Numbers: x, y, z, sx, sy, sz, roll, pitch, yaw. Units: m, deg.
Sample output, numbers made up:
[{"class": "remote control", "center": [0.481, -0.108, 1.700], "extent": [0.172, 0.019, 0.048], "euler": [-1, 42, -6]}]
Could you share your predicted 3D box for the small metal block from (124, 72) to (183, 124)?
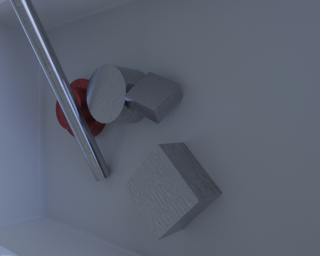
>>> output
[{"class": "small metal block", "center": [-0.008, -0.039, 0.391], "extent": [0.050, 0.025, 0.050], "euler": [28, 62, 31]}]

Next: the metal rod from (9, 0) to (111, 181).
[{"class": "metal rod", "center": [-0.141, -0.058, 0.441], "extent": [0.025, 0.025, 0.298], "euler": [-9, 109, 39]}]

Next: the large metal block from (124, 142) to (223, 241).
[{"class": "large metal block", "center": [0.013, 0.075, 0.378], "extent": [0.080, 0.050, 0.080], "euler": [-51, 60, 27]}]

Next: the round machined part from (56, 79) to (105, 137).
[{"class": "round machined part", "center": [-0.132, -0.032, 0.502], "extent": [0.098, 0.042, 0.097], "euler": [0, 90, 39]}]

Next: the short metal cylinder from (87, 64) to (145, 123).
[{"class": "short metal cylinder", "center": [-0.058, -0.046, 0.436], "extent": [0.080, 0.050, 0.079], "euler": [0, 90, 39]}]
